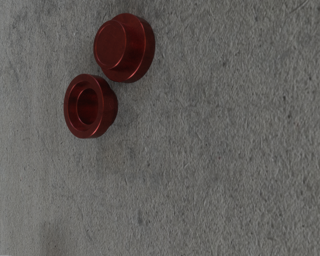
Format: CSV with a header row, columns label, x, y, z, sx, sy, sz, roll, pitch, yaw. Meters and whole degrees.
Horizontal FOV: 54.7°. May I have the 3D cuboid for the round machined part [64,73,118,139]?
label,x,y,z,sx,sy,sz,roll,pitch,yaw
round machined part,-0.103,-0.033,0.479,0.098,0.042,0.097,0,90,40

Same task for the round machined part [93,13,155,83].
label,x,y,z,sx,sy,sz,roll,pitch,yaw
round machined part,-0.057,-0.115,0.441,0.098,0.042,0.097,0,90,40
